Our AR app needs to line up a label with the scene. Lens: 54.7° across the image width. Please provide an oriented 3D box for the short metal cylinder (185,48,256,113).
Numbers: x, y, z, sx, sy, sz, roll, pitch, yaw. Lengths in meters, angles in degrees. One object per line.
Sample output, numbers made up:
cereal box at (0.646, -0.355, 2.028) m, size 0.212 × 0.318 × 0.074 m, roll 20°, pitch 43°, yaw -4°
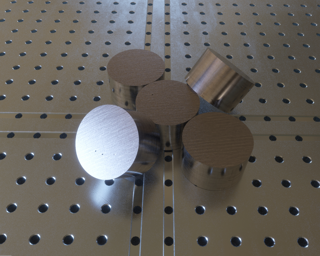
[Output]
short metal cylinder at (0.081, -0.065, 0.420) m, size 0.080 × 0.050 × 0.080 m, roll 32°, pitch 21°, yaw -14°

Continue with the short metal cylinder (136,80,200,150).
short metal cylinder at (0.010, -0.018, 0.406) m, size 0.081 × 0.050 × 0.080 m, roll 0°, pitch 50°, yaw 0°

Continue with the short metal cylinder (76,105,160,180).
short metal cylinder at (-0.047, 0.017, 0.350) m, size 0.080 × 0.050 × 0.080 m, roll -3°, pitch 84°, yaw 25°

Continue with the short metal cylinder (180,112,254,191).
short metal cylinder at (0.065, 0.027, 0.369) m, size 0.081 × 0.050 × 0.080 m, roll 0°, pitch 50°, yaw 0°

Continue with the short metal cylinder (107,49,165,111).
short metal cylinder at (-0.033, -0.070, 0.449) m, size 0.081 × 0.050 × 0.080 m, roll 0°, pitch 50°, yaw 0°
